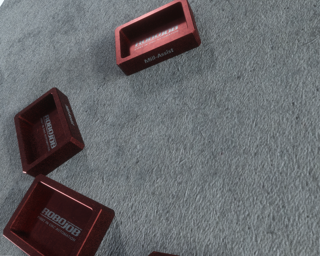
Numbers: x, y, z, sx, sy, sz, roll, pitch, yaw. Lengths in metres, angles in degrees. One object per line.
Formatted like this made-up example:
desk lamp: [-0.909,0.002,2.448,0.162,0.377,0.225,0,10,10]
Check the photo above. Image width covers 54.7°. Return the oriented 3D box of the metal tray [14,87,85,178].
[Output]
metal tray: [-0.179,0.005,0.491,0.090,0.030,0.130,-35,51,5]

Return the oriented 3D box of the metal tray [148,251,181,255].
metal tray: [0.044,0.168,0.274,0.130,0.030,0.090,-2,61,27]

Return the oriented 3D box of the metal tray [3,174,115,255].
metal tray: [-0.131,0.121,0.394,0.130,0.030,0.090,15,69,34]

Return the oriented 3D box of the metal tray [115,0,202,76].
metal tray: [-0.007,-0.146,0.493,0.130,0.030,0.090,-19,54,16]
